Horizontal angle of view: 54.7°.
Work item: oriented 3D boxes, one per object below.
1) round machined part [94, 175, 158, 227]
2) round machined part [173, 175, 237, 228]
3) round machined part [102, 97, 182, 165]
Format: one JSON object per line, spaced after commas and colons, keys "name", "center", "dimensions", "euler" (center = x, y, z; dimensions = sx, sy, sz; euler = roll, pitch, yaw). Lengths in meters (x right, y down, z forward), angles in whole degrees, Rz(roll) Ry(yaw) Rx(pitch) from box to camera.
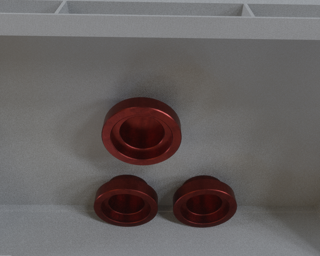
{"name": "round machined part", "center": [-0.052, 0.112, 0.492], "dimensions": [0.099, 0.042, 0.097], "euler": [0, 130, 0]}
{"name": "round machined part", "center": [0.069, 0.113, 0.494], "dimensions": [0.099, 0.042, 0.097], "euler": [0, 129, 0]}
{"name": "round machined part", "center": [-0.022, 0.000, 0.397], "dimensions": [0.099, 0.042, 0.097], "euler": [0, 130, 0]}
